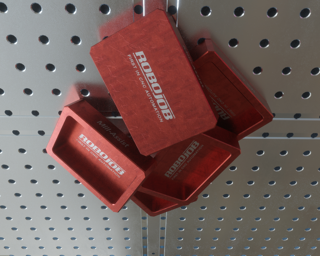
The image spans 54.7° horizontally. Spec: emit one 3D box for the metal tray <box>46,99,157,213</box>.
[{"bbox_3d":[-0.078,0.037,0.398,0.130,0.030,0.089,40,124,6],"label":"metal tray"}]

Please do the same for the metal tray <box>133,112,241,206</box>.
[{"bbox_3d":[0.031,0.046,0.408,0.091,0.030,0.129,23,126,-19],"label":"metal tray"}]

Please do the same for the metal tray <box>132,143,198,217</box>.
[{"bbox_3d":[-0.011,0.081,0.477,0.090,0.030,0.130,-26,126,20],"label":"metal tray"}]

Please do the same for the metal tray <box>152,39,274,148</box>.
[{"bbox_3d":[0.065,-0.033,0.381,0.090,0.030,0.130,-36,122,26],"label":"metal tray"}]

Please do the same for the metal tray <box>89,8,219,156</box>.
[{"bbox_3d":[-0.005,-0.045,0.330,0.090,0.030,0.129,-24,96,18],"label":"metal tray"}]
